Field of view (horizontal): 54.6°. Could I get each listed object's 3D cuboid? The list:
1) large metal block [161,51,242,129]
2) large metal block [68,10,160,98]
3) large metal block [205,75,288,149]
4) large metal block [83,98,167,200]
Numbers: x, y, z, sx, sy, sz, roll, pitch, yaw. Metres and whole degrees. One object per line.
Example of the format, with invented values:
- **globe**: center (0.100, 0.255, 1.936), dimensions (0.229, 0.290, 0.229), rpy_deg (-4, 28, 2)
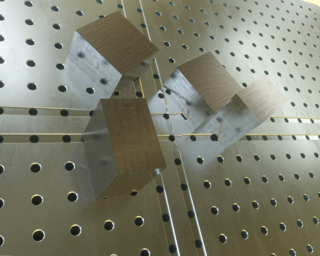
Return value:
- **large metal block**: center (0.064, -0.057, 0.461), dimensions (0.081, 0.050, 0.080), rpy_deg (-32, 80, -38)
- **large metal block**: center (-0.062, -0.101, 0.420), dimensions (0.080, 0.050, 0.080), rpy_deg (44, 51, 2)
- **large metal block**: center (0.124, -0.023, 0.453), dimensions (0.081, 0.080, 0.050), rpy_deg (-32, 80, -38)
- **large metal block**: center (-0.043, 0.023, 0.335), dimensions (0.050, 0.080, 0.080), rpy_deg (-4, 64, -30)
